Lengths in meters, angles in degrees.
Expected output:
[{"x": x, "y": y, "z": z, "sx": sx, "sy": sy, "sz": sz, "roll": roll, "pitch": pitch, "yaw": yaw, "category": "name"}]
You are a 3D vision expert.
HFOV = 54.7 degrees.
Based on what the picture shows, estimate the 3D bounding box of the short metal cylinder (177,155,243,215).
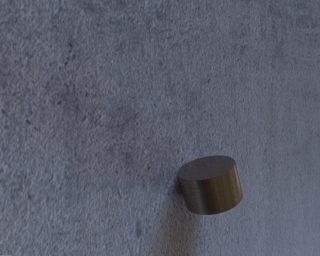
[{"x": 0.069, "y": 0.077, "z": 0.430, "sx": 0.081, "sy": 0.080, "sz": 0.050, "roll": -25, "pitch": 106, "yaw": -38, "category": "short metal cylinder"}]
